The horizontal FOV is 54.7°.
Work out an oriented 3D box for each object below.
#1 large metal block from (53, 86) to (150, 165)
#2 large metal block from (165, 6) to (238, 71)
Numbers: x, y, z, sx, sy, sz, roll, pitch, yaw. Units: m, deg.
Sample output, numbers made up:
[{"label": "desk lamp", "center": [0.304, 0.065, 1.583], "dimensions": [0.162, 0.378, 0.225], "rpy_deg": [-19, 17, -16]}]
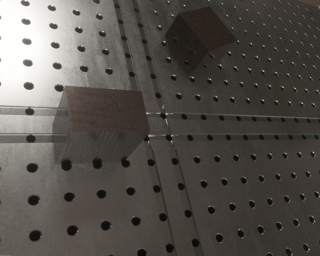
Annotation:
[{"label": "large metal block", "center": [-0.067, 0.000, 0.337], "dimensions": [0.081, 0.080, 0.050], "rpy_deg": [1, 62, -28]}, {"label": "large metal block", "center": [0.070, -0.153, 0.526], "dimensions": [0.081, 0.050, 0.080], "rpy_deg": [-28, 78, -38]}]
